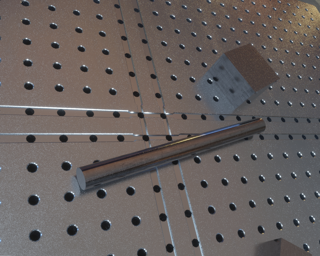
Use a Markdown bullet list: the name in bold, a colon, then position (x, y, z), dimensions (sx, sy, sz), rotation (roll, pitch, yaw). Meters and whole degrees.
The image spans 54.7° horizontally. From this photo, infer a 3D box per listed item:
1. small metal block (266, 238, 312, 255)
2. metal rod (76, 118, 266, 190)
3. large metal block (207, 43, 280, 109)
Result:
- **small metal block**: position (0.163, 0.176, 0.391), dimensions (0.050, 0.025, 0.050), rotation (30, 52, -9)
- **metal rod**: position (0.038, 0.025, 0.414), dimensions (0.303, 0.025, 0.025), rotation (-13, 69, -34)
- **large metal block**: position (0.142, -0.090, 0.526), dimensions (0.081, 0.050, 0.080), rotation (-27, 77, -37)
